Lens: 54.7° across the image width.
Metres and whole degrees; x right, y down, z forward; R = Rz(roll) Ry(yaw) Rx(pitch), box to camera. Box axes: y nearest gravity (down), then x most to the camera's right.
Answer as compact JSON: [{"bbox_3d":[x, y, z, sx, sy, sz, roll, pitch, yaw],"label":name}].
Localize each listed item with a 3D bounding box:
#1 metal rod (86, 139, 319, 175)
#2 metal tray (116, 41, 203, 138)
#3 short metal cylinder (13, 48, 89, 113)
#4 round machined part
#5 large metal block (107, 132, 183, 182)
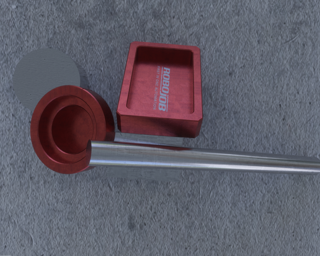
[{"bbox_3d":[0.070,0.037,0.353,0.302,0.025,0.025,6,90,-25],"label":"metal rod"},{"bbox_3d":[0.003,-0.051,0.371,0.091,0.030,0.130,5,50,0],"label":"metal tray"},{"bbox_3d":[-0.136,-0.056,0.397,0.081,0.050,0.079,0,90,-1],"label":"short metal cylinder"},{"bbox_3d":[-0.095,0.002,0.357,0.098,0.042,0.097,0,89,19],"label":"round machined part"},{"bbox_3d":[-0.017,0.032,0.383,0.081,0.080,0.050,5,90,-1],"label":"large metal block"}]
